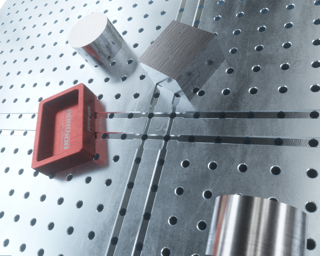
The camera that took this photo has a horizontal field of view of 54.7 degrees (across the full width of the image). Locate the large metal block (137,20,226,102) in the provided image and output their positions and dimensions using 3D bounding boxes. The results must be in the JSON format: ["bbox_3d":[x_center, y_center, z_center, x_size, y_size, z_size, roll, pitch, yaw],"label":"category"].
[{"bbox_3d":[0.030,-0.096,0.436,0.080,0.050,0.080,35,81,38],"label":"large metal block"}]

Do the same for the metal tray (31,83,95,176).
[{"bbox_3d":[-0.148,0.000,0.482,0.090,0.030,0.130,-20,54,16],"label":"metal tray"}]

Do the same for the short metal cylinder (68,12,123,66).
[{"bbox_3d":[-0.114,-0.157,0.548,0.080,0.050,0.080,-13,56,21],"label":"short metal cylinder"}]

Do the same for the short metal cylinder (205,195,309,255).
[{"bbox_3d":[0.084,0.096,0.270,0.080,0.080,0.050,2,63,29],"label":"short metal cylinder"}]
